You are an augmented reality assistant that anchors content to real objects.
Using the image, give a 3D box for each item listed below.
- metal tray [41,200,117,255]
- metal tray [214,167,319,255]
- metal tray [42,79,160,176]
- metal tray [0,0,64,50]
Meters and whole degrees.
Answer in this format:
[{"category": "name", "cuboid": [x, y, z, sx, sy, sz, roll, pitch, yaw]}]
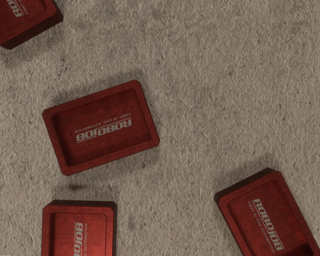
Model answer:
[{"category": "metal tray", "cuboid": [-0.105, 0.163, 0.406, 0.091, 0.030, 0.129, 2, 90, -1]}, {"category": "metal tray", "cuboid": [0.141, 0.129, 0.409, 0.090, 0.030, 0.130, -27, 90, -1]}, {"category": "metal tray", "cuboid": [-0.075, 0.000, 0.406, 0.131, 0.030, 0.090, -19, 90, -1]}, {"category": "metal tray", "cuboid": [-0.200, -0.181, 0.404, 0.090, 0.030, 0.130, -30, 90, -1]}]
